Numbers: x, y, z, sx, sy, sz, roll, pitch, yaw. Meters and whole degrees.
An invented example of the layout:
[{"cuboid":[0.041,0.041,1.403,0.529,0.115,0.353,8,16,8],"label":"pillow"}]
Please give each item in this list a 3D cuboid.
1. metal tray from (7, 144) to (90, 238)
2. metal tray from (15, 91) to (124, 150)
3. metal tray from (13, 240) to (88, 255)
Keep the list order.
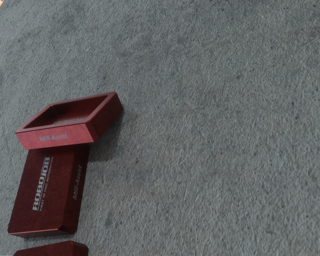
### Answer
[{"cuboid":[-0.152,0.081,0.431,0.090,0.030,0.130,-12,57,21],"label":"metal tray"},{"cuboid":[-0.130,-0.011,0.449,0.130,0.030,0.090,-7,29,24],"label":"metal tray"},{"cuboid":[-0.130,0.201,0.345,0.090,0.030,0.130,-17,55,18],"label":"metal tray"}]
